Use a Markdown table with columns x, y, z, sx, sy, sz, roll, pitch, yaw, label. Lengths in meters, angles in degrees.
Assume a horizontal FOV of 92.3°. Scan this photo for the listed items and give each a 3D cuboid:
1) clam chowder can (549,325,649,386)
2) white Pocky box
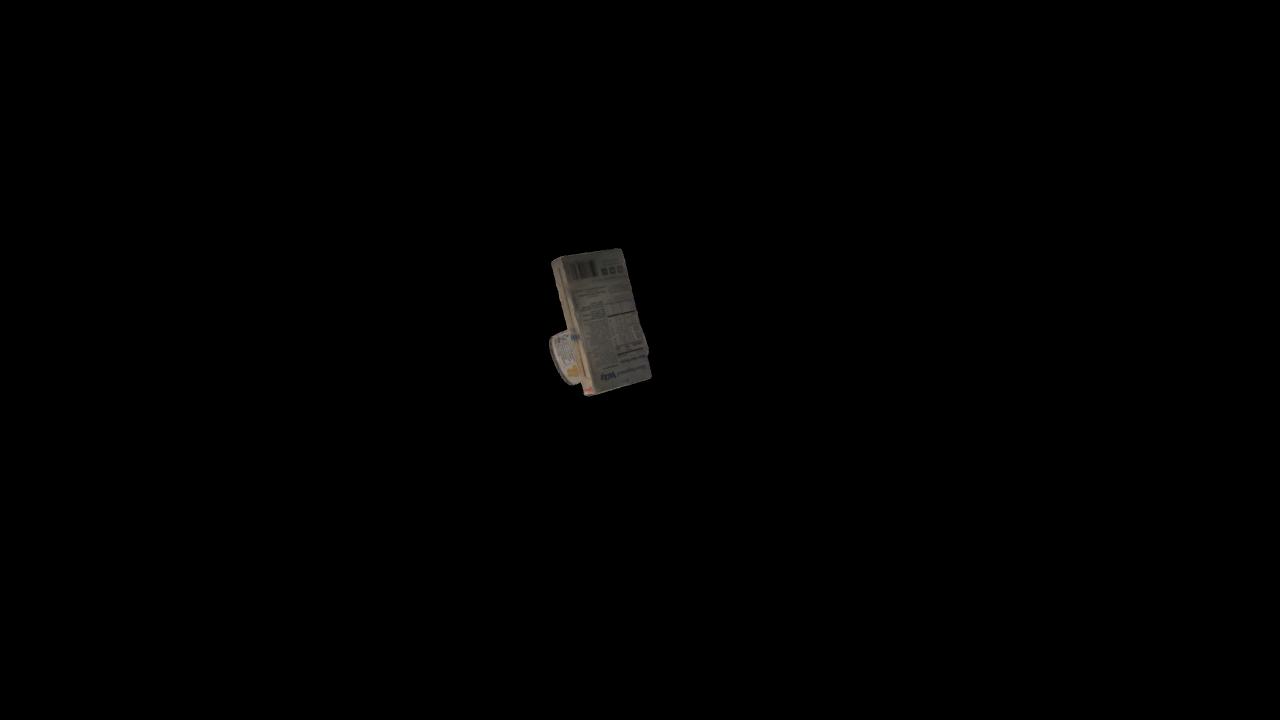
| x | y | z | sx | sy | sz | roll | pitch | yaw | label |
| --- | --- | --- | --- | --- | --- | --- | --- | --- | --- |
| -0.049 | -0.018 | 0.735 | 0.102 | 0.068 | 0.068 | -23 | -4 | 10 | clam chowder can |
| -0.041 | -0.044 | 0.687 | 0.084 | 0.154 | 0.028 | -15 | 3 | -37 | white Pocky box |
